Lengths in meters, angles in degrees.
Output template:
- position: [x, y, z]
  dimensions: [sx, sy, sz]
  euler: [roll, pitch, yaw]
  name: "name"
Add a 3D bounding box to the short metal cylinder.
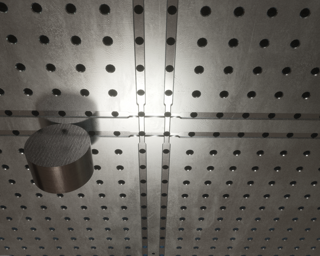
- position: [-0.130, 0.039, 0.407]
  dimensions: [0.081, 0.080, 0.050]
  euler: [2, 130, -2]
  name: "short metal cylinder"
